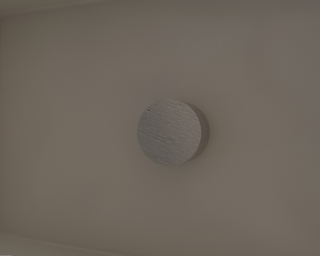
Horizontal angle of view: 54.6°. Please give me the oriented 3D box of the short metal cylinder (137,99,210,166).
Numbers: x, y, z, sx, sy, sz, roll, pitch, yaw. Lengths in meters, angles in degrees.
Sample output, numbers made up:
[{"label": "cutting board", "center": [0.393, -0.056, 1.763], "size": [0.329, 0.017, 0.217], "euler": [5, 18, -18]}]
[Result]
[{"label": "short metal cylinder", "center": [0.018, 0.005, 0.391], "size": [0.080, 0.050, 0.080], "euler": [0, 90, 20]}]
